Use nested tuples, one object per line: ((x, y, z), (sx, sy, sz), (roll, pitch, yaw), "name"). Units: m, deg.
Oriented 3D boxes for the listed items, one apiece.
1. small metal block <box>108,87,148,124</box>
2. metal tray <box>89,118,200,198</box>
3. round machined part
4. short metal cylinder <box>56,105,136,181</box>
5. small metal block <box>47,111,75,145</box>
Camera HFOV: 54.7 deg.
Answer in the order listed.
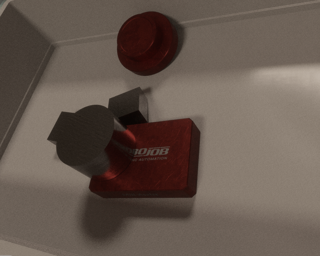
((-0.046, -0.026, 0.438), (0.050, 0.025, 0.050), (-19, 42, 16), "small metal block")
((-0.019, 0.039, 0.387), (0.130, 0.030, 0.090), (-6, 59, 24), "metal tray")
((-0.026, -0.133, 0.471), (0.098, 0.042, 0.098), (-6, 77, 27), "round machined part")
((-0.077, 0.019, 0.378), (0.080, 0.050, 0.080), (-13, 56, 21), "short metal cylinder")
((-0.136, 0.004, 0.472), (0.050, 0.025, 0.050), (8, 65, 31), "small metal block")
